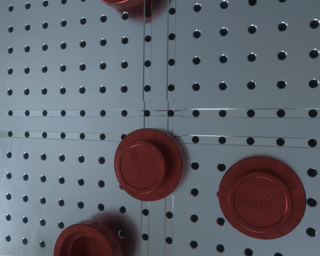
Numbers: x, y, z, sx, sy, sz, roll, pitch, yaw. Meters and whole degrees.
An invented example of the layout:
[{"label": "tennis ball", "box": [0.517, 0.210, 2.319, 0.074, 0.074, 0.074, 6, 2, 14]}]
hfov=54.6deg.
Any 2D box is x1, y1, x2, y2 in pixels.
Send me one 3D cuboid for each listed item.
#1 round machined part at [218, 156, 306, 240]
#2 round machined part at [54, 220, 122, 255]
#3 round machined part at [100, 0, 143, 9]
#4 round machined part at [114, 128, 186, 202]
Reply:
[{"label": "round machined part", "box": [0.117, 0.082, 0.362, 0.098, 0.042, 0.097, 0, 90, 20]}, {"label": "round machined part", "box": [-0.097, 0.178, 0.438, 0.098, 0.042, 0.097, 0, 90, 20]}, {"label": "round machined part", "box": [-0.047, -0.210, 0.421, 0.098, 0.042, 0.097, 0, 90, 20]}, {"label": "round machined part", "box": [-0.018, 0.049, 0.410, 0.098, 0.042, 0.097, 0, 90, 20]}]
